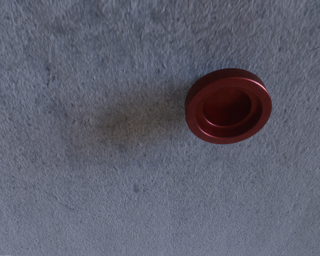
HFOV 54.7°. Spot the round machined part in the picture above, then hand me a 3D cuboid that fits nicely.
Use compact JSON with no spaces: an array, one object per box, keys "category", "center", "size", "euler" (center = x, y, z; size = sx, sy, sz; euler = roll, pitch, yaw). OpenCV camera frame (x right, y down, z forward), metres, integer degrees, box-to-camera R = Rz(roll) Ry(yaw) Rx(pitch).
[{"category":"round machined part","center":[0.079,-0.030,0.372],"size":[0.099,0.042,0.097],"euler":[-1,130,0]}]
